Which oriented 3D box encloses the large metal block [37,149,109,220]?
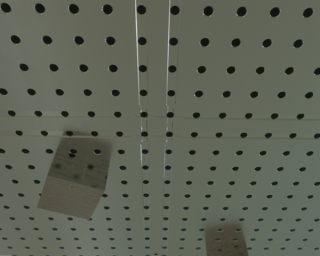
[{"bbox_3d":[-0.131,0.087,0.468,0.080,0.050,0.080,19,128,-15],"label":"large metal block"}]

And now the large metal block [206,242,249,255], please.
[{"bbox_3d":[0.143,0.283,0.637,0.080,0.050,0.080,-10,130,8],"label":"large metal block"}]
